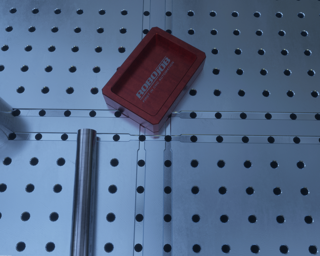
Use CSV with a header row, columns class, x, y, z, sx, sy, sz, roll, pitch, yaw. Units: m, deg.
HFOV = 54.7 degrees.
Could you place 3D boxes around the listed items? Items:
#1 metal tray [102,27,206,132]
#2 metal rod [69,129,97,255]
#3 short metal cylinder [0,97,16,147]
class,x,y,z,sx,sy,sz,roll,pitch,yaw
metal tray,-0.007,-0.071,0.434,0.090,0.030,0.130,32,73,10
metal rod,-0.091,0.145,0.357,0.025,0.025,0.299,-2,70,-1
short metal cylinder,-0.238,-0.013,0.400,0.081,0.050,0.080,0,70,-1
